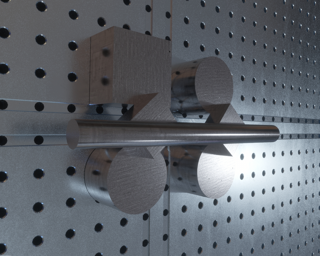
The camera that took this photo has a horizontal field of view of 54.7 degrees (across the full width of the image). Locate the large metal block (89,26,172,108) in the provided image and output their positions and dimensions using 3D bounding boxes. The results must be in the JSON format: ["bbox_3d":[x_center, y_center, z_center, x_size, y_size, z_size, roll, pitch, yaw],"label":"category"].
[{"bbox_3d":[-0.033,-0.065,0.364,0.081,0.050,0.080,2,89,-40],"label":"large metal block"}]

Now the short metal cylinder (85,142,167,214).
[{"bbox_3d":[-0.039,0.054,0.359,0.081,0.050,0.080,0,90,-40],"label":"short metal cylinder"}]

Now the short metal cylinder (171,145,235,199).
[{"bbox_3d":[0.063,0.057,0.446,0.081,0.050,0.080,0,90,-40],"label":"short metal cylinder"}]

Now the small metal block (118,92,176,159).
[{"bbox_3d":[-0.011,-0.003,0.335,0.050,0.025,0.050,-48,118,-29],"label":"small metal block"}]

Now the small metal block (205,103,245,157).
[{"bbox_3d":[0.086,0.003,0.417,0.050,0.025,0.050,48,62,-29],"label":"small metal block"}]

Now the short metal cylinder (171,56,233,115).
[{"bbox_3d":[0.060,-0.058,0.443,0.081,0.050,0.080,0,90,-40],"label":"short metal cylinder"}]

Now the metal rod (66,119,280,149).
[{"bbox_3d":[0.045,0.007,0.348,0.302,0.025,0.025,1,90,-40],"label":"metal rod"}]
